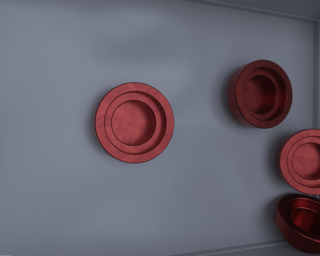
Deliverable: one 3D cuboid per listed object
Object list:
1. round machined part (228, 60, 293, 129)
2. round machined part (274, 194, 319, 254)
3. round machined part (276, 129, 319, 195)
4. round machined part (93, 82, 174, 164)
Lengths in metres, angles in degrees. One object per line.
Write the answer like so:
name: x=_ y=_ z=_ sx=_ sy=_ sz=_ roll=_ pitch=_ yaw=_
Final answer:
round machined part: x=0.141 y=-0.048 z=0.455 sx=0.099 sy=0.042 sz=0.097 roll=0 pitch=90 yaw=-21
round machined part: x=0.221 y=0.147 z=0.463 sx=0.099 sy=0.098 sz=0.042 roll=-6 pitch=121 yaw=-20
round machined part: x=0.229 y=0.050 z=0.475 sx=0.099 sy=0.042 sz=0.097 roll=0 pitch=89 yaw=6
round machined part: x=-0.035 y=-0.006 z=0.389 sx=0.099 sy=0.042 sz=0.097 roll=0 pitch=90 yaw=-21
